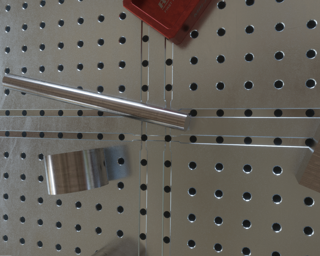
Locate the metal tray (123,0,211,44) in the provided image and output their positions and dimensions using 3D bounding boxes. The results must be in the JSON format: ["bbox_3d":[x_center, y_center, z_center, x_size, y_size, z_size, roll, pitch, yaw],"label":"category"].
[{"bbox_3d":[0.024,-0.188,0.400,0.090,0.030,0.130,40,102,15],"label":"metal tray"}]

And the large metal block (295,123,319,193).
[{"bbox_3d":[0.202,0.036,0.328,0.080,0.050,0.080,23,98,18],"label":"large metal block"}]

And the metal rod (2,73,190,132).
[{"bbox_3d":[-0.103,-0.041,0.447,0.301,0.025,0.025,14,95,19],"label":"metal rod"}]

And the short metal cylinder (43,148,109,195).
[{"bbox_3d":[-0.113,0.057,0.422,0.080,0.080,0.050,-9,87,19],"label":"short metal cylinder"}]

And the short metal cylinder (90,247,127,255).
[{"bbox_3d":[-0.078,0.214,0.426,0.080,0.050,0.079,0,90,19],"label":"short metal cylinder"}]
